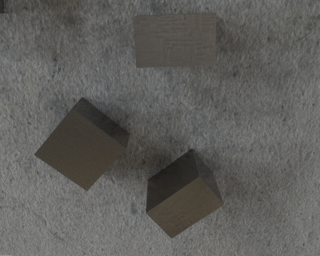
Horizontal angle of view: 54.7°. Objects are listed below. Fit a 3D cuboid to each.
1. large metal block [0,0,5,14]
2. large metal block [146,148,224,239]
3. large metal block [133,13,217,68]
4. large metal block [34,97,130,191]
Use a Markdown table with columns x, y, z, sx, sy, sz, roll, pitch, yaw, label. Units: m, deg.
| x | y | z | sx | sy | sz | roll | pitch | yaw | label |
| --- | --- | --- | --- | --- | --- | --- | --- | --- | --- |
| -0.221 | -0.170 | 0.331 | 0.081 | 0.050 | 0.079 | 7 | 110 | -3 | large metal block |
| 0.030 | 0.084 | 0.412 | 0.080 | 0.080 | 0.050 | -37 | 106 | 12 | large metal block |
| 0.015 | -0.100 | 0.344 | 0.081 | 0.080 | 0.050 | -2 | 110 | 0 | large metal block |
| -0.098 | 0.020 | 0.403 | 0.080 | 0.050 | 0.080 | 39 | 105 | -14 | large metal block |
